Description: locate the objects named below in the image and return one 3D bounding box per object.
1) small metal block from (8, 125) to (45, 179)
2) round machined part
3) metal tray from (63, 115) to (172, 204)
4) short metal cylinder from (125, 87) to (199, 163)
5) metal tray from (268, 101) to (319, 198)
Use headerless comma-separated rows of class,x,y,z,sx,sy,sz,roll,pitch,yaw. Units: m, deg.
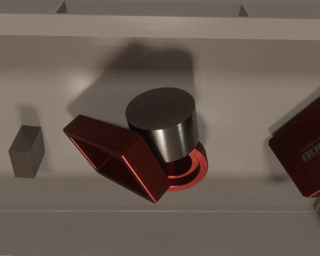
small metal block,-0.178,0.032,0.417,0.025,0.050,0.050,6,130,-5
round machined part,0.016,0.042,0.434,0.099,0.042,0.097,-1,130,0
metal tray,-0.055,0.035,0.379,0.130,0.030,0.090,15,144,46
short metal cylinder,0.004,-0.005,0.369,0.080,0.080,0.050,-7,130,5
metal tray,0.211,0.015,0.379,0.030,0.090,0.129,10,135,-42
